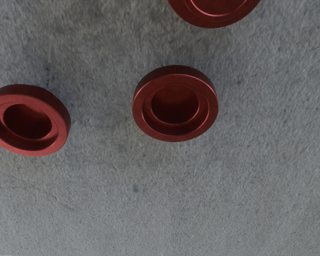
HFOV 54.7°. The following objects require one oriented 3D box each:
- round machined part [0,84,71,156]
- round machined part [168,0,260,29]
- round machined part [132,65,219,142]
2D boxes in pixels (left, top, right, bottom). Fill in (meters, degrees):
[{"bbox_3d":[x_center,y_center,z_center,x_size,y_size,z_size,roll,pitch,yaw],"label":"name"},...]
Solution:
[{"bbox_3d":[-0.160,-0.013,0.382,0.099,0.042,0.097,-1,130,0],"label":"round machined part"},{"bbox_3d":[0.052,-0.137,0.280,0.099,0.042,0.097,-1,130,0],"label":"round machined part"},{"bbox_3d":[0.018,-0.032,0.369,0.099,0.042,0.097,-1,130,0],"label":"round machined part"}]
